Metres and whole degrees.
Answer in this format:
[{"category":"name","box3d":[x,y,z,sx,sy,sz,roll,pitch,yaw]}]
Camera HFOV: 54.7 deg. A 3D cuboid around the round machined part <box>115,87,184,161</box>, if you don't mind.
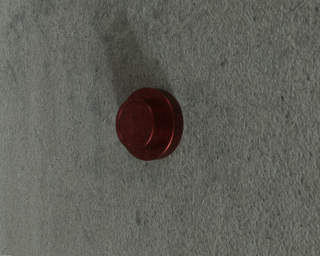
[{"category":"round machined part","box3d":[-0.021,-0.005,0.410,0.098,0.042,0.097,0,90,39]}]
